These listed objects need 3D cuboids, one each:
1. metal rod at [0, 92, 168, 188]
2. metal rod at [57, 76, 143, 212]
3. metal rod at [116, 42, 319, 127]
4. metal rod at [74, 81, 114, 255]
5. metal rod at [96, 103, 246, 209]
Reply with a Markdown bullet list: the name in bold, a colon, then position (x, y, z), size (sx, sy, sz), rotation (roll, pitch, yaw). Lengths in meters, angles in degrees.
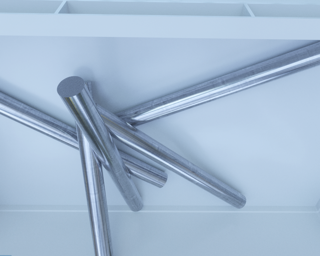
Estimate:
- **metal rod**: position (-0.117, 0.013, 0.419), size (0.301, 0.025, 0.025), rotation (29, 124, -23)
- **metal rod**: position (-0.059, 0.046, 0.396), size (0.025, 0.025, 0.299), rotation (-6, 146, 5)
- **metal rod**: position (0.064, -0.045, 0.370), size (0.301, 0.025, 0.025), rotation (-18, 128, 14)
- **metal rod**: position (-0.083, 0.089, 0.403), size (0.025, 0.025, 0.298), rotation (-4, 105, 3)
- **metal rod**: position (0.027, 0.052, 0.433), size (0.025, 0.025, 0.301), rotation (-37, 127, 27)
